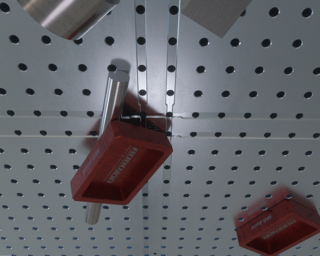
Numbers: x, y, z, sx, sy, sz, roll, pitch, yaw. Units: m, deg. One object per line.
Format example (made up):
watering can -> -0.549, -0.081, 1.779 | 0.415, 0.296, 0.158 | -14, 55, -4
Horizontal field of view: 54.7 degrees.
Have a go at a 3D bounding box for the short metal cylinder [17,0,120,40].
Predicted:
short metal cylinder -> -0.081, -0.125, 0.269 | 0.050, 0.080, 0.080 | -33, 123, 24

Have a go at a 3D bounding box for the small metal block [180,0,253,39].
small metal block -> 0.055, -0.126, 0.305 | 0.050, 0.025, 0.050 | 25, 126, -20

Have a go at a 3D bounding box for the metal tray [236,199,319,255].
metal tray -> 0.218, 0.189, 0.571 | 0.090, 0.030, 0.129 | 28, 125, -22

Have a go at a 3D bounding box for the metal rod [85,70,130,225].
metal rod -> -0.084, 0.050, 0.453 | 0.025, 0.025, 0.298 | 11, 129, -9

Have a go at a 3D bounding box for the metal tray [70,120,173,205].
metal tray -> -0.055, 0.054, 0.428 | 0.091, 0.030, 0.129 | 16, 124, -36
